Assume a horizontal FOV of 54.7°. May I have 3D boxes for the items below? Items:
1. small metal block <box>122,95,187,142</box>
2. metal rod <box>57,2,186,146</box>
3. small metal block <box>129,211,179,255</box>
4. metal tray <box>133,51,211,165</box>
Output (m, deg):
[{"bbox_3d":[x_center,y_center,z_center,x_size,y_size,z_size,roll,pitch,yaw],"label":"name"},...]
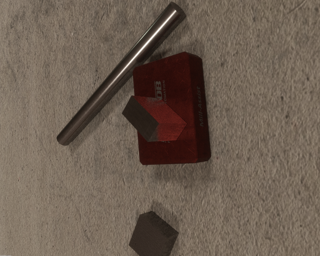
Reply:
[{"bbox_3d":[-0.006,-0.011,0.352,0.050,0.050,0.025,46,117,30],"label":"small metal block"},{"bbox_3d":[-0.073,-0.064,0.462,0.299,0.025,0.025,-41,65,32],"label":"metal rod"},{"bbox_3d":[-0.009,0.147,0.411,0.050,0.025,0.050,31,109,35],"label":"small metal block"},{"bbox_3d":[0.012,-0.020,0.390,0.090,0.030,0.129,-8,85,39],"label":"metal tray"}]
